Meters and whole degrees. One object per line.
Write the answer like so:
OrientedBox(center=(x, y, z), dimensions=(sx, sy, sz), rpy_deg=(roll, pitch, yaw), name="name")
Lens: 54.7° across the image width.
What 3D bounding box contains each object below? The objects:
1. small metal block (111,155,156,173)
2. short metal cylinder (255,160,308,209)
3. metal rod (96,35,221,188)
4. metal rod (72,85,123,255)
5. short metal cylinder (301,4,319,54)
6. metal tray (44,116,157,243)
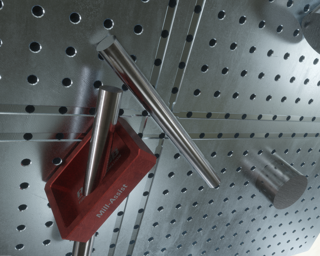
OrientedBox(center=(-0.041, 0.041, 0.400), dimensions=(0.050, 0.050, 0.025), rpy_deg=(-27, 128, -12), name="small metal block")
OrientedBox(center=(0.232, 0.108, 0.592), dimensions=(0.081, 0.050, 0.079), rpy_deg=(-14, 124, -21), name="short metal cylinder")
OrientedBox(center=(0.016, 0.000, 0.421), dimensions=(0.025, 0.025, 0.300), rpy_deg=(-40, 130, -1), name="metal rod")
OrientedBox(center=(-0.085, 0.095, 0.378), dimensions=(0.025, 0.025, 0.298), rpy_deg=(2, 113, -30), name="metal rod")
OrientedBox(center=(0.246, -0.140, 0.426), dimensions=(0.050, 0.080, 0.080), rpy_deg=(-40, 130, -1), name="short metal cylinder")
OrientedBox(center=(-0.074, 0.054, 0.361), dimensions=(0.130, 0.090, 0.030), rpy_deg=(-49, 136, 6), name="metal tray")
